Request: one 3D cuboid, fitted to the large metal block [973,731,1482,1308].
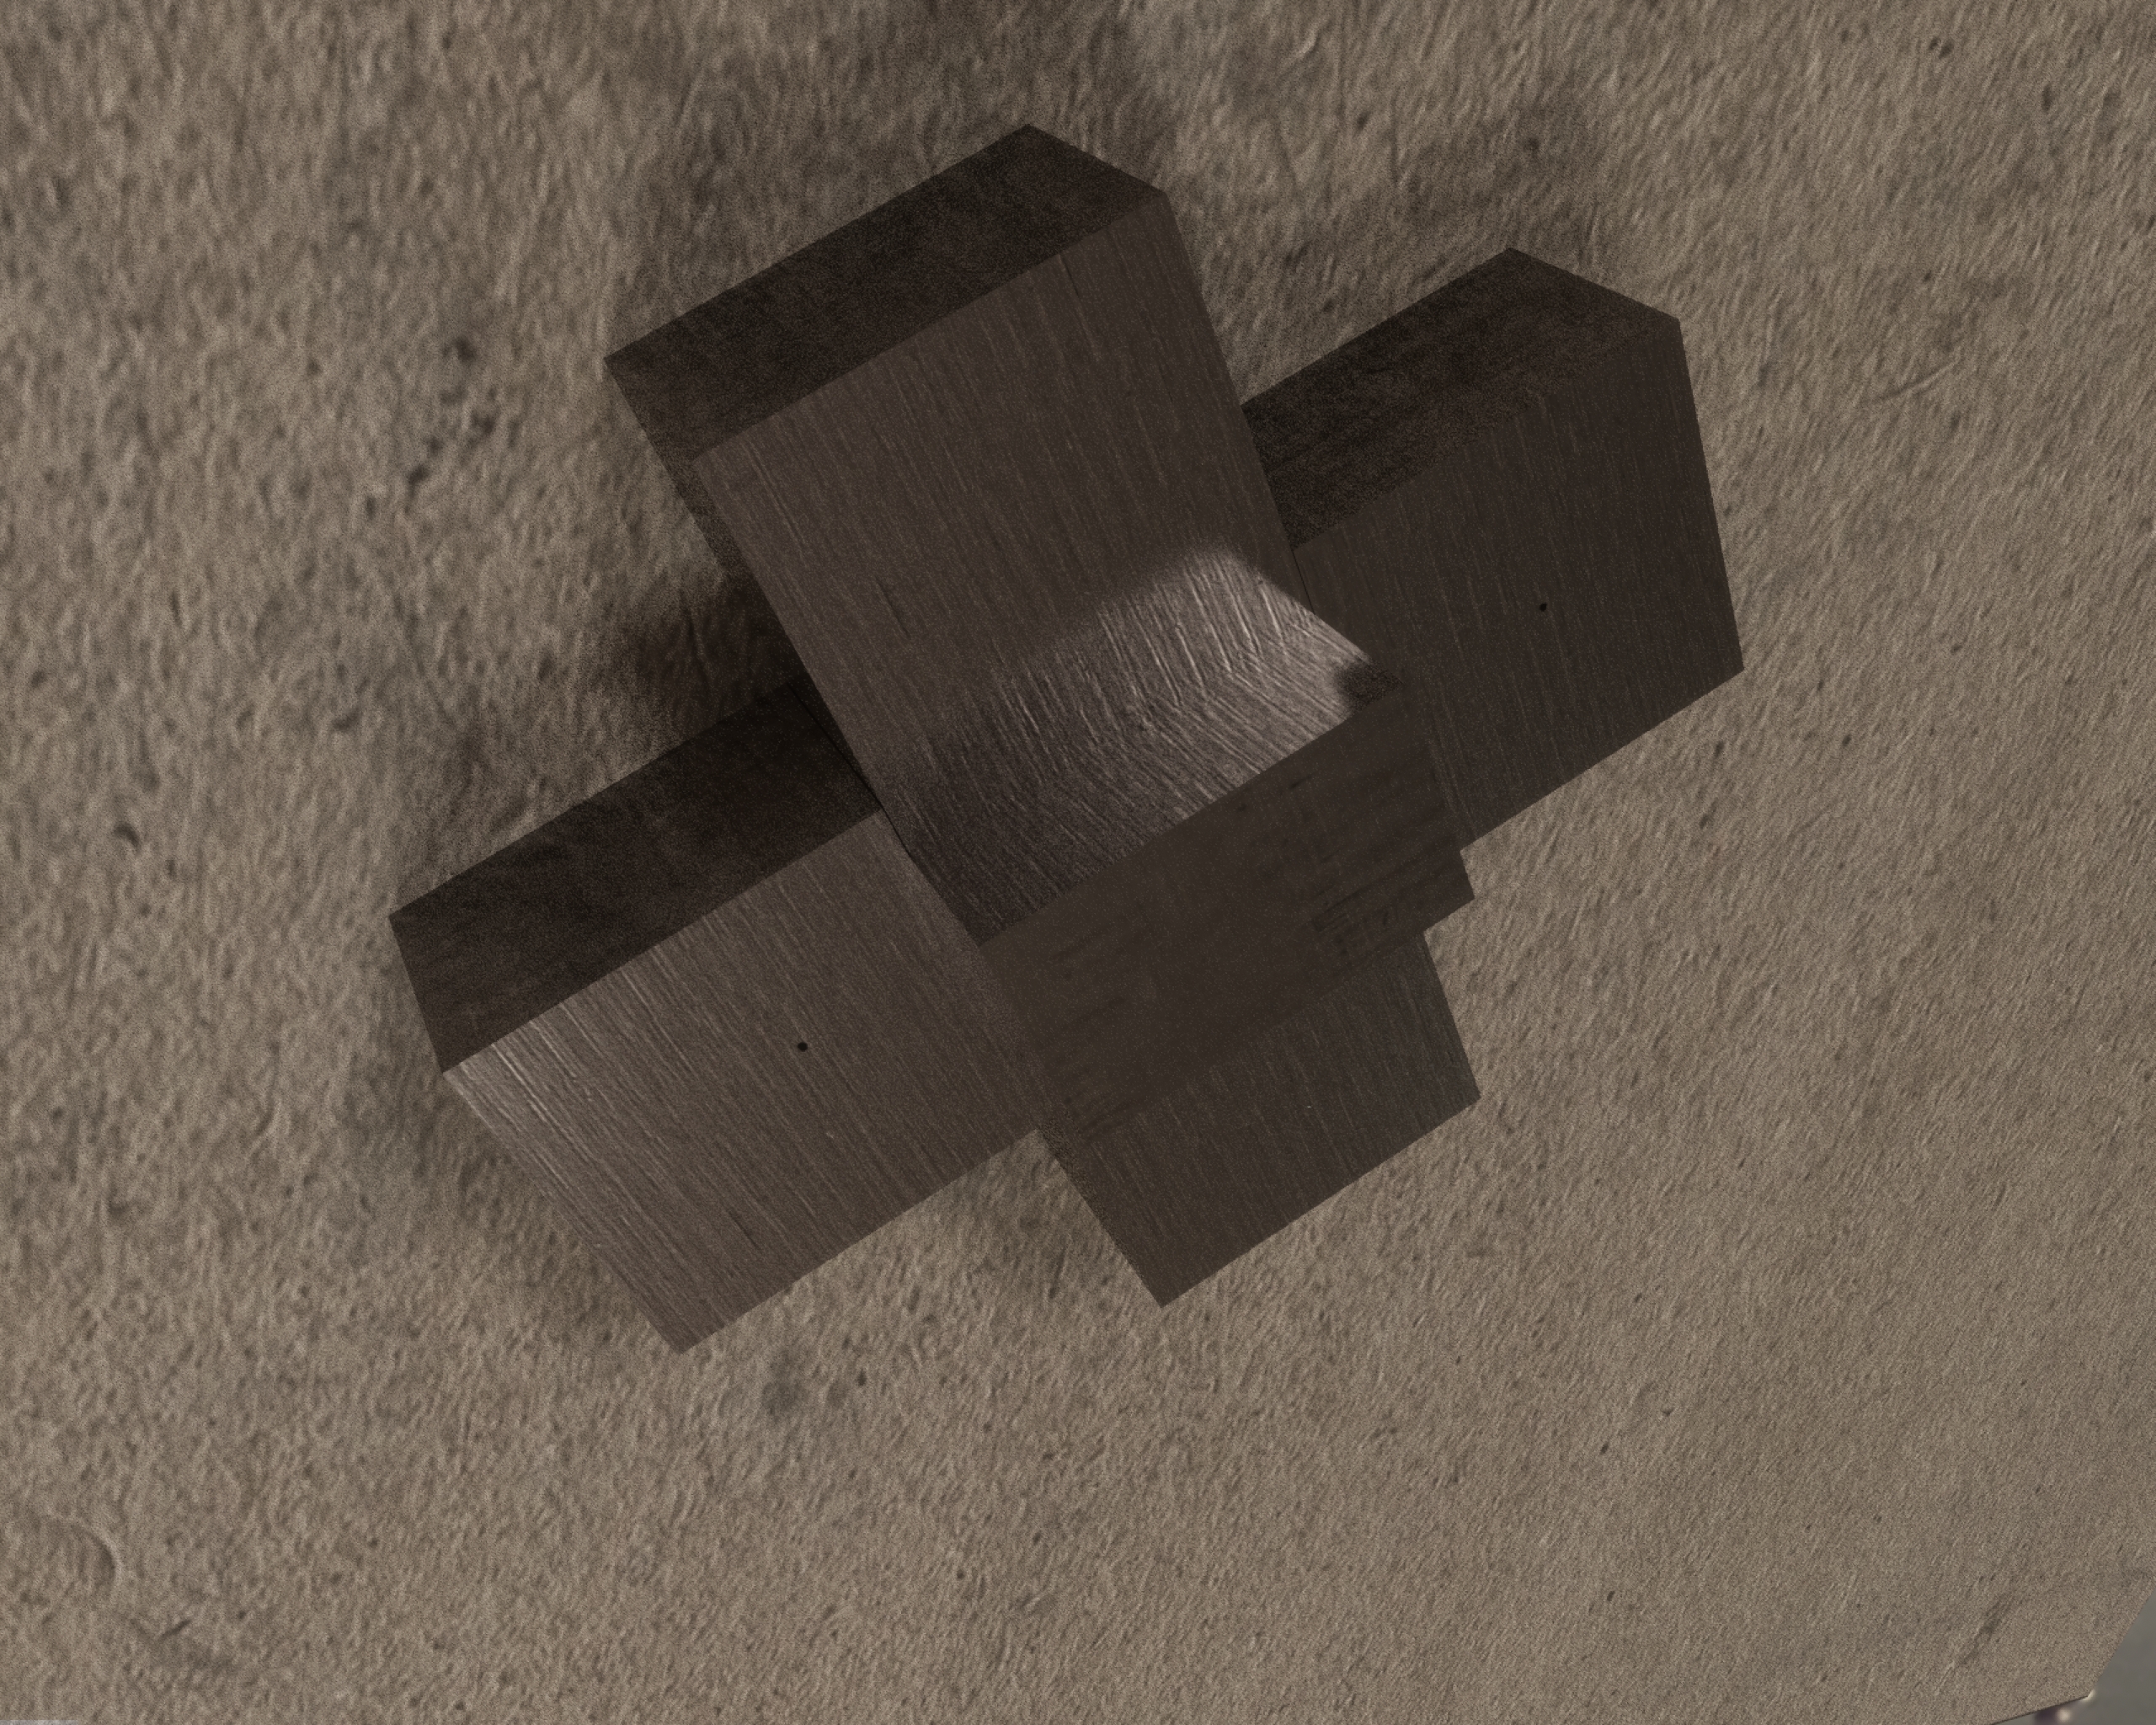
[{"bbox_3d":[0.027,0.030,0.426,0.080,0.050,0.080,-32,129,-8],"label":"large metal block"}]

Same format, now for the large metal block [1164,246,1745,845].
[{"bbox_3d":[0.073,-0.057,0.398,0.080,0.050,0.080,-32,129,-8],"label":"large metal block"}]

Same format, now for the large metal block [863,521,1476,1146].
[{"bbox_3d":[0.010,-0.009,0.374,0.080,0.080,0.050,-32,129,-8],"label":"large metal block"}]

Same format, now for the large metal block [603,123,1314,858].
[{"bbox_3d":[-0.018,-0.061,0.345,0.080,0.050,0.080,-32,129,-8],"label":"large metal block"}]

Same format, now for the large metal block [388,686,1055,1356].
[{"bbox_3d":[-0.062,0.028,0.376,0.080,0.050,0.080,-32,129,-8],"label":"large metal block"}]
